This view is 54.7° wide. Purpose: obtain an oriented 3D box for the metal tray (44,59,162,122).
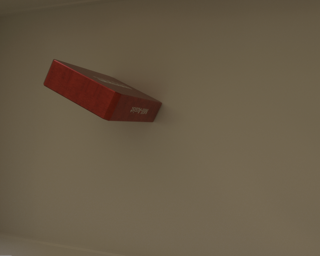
[{"bbox_3d":[-0.061,-0.041,0.375,0.090,0.130,0.030,28,100,17],"label":"metal tray"}]
